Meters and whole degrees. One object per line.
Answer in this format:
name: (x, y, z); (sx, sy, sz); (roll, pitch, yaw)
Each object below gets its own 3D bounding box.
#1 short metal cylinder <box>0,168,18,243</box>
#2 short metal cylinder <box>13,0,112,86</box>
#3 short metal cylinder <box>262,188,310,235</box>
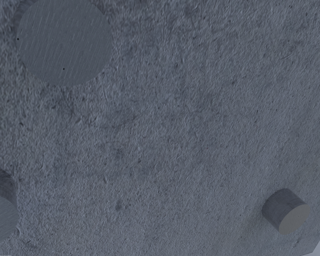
short metal cylinder: (-0.199, 0.086, 0.335); (0.081, 0.050, 0.079); (-14, 124, -21)
short metal cylinder: (-0.091, -0.085, 0.288); (0.081, 0.050, 0.079); (-14, 124, -21)
short metal cylinder: (0.259, 0.172, 0.638); (0.081, 0.050, 0.079); (-14, 124, -21)
